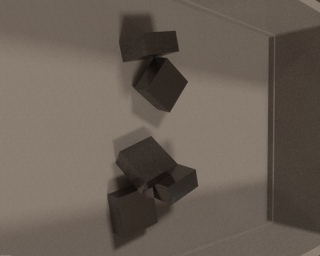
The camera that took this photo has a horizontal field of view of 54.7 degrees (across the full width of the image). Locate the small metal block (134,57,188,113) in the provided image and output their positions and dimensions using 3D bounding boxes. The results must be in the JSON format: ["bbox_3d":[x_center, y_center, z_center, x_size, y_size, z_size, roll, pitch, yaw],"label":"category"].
[{"bbox_3d":[0.003,-0.056,0.402,0.050,0.025,0.050,41,75,-41],"label":"small metal block"}]

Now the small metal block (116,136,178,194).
[{"bbox_3d":[-0.016,0.044,0.377,0.050,0.050,0.025,-26,152,-37],"label":"small metal block"}]

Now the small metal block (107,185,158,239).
[{"bbox_3d":[-0.033,0.099,0.381,0.050,0.025,0.050,-14,99,-39],"label":"small metal block"}]

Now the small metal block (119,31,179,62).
[{"bbox_3d":[-0.014,-0.100,0.381,0.050,0.050,0.025,-18,102,-39],"label":"small metal block"}]

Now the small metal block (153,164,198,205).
[{"bbox_3d":[0.013,0.070,0.401,0.050,0.050,0.025,-26,115,-37],"label":"small metal block"}]
